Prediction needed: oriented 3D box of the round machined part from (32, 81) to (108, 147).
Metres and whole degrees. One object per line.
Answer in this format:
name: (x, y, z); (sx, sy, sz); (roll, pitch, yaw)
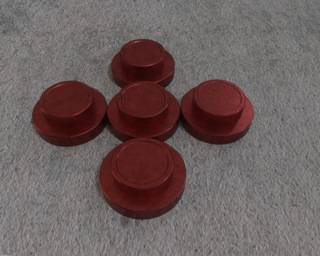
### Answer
round machined part: (-0.120, -0.026, 0.414); (0.099, 0.042, 0.098); (0, 50, 0)

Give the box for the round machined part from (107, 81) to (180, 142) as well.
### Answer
round machined part: (-0.022, -0.026, 0.415); (0.099, 0.042, 0.098); (0, 50, 0)

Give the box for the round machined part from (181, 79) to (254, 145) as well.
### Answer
round machined part: (0.077, -0.028, 0.419); (0.099, 0.042, 0.098); (0, 50, 0)

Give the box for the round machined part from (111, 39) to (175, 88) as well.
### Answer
round machined part: (-0.026, -0.101, 0.478); (0.099, 0.042, 0.098); (0, 50, 0)

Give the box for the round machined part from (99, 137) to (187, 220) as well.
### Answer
round machined part: (-0.019, 0.049, 0.352); (0.099, 0.042, 0.098); (0, 50, 0)
